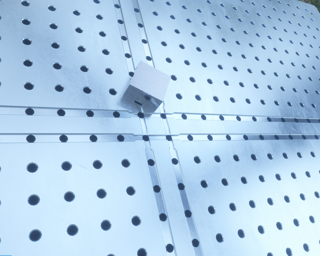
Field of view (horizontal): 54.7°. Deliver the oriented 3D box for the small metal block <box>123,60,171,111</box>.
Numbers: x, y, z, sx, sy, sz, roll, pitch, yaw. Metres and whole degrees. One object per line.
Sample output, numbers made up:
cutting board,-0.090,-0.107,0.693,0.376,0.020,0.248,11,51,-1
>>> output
small metal block,-0.017,-0.060,0.437,0.050,0.025,0.050,27,52,-12
